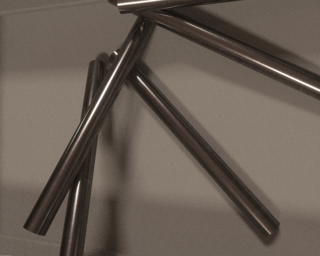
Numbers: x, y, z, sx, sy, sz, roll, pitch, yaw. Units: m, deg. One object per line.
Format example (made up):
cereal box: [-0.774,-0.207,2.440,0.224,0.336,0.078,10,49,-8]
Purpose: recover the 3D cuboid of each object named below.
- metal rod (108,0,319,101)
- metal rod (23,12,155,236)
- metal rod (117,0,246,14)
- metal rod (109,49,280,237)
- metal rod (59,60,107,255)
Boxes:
metal rod: [0.070,-0.103,0.370,0.301,0.025,0.025,28,99,11]
metal rod: [-0.075,-0.020,0.374,0.025,0.025,0.300,19,73,18]
metal rod: [0.101,-0.157,0.345,0.302,0.025,0.025,-3,89,8]
metal rod: [0.035,0.010,0.397,0.025,0.025,0.300,-44,77,14]
metal rod: [-0.093,0.046,0.379,0.025,0.025,0.299,-8,63,19]
